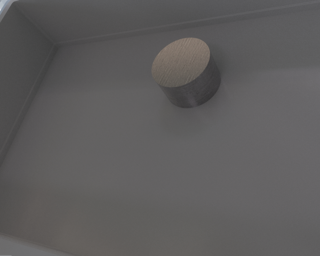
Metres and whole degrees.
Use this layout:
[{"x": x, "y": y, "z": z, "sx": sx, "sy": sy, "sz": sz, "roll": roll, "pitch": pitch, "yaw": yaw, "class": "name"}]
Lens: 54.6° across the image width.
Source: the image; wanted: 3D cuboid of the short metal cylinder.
[{"x": 0.036, "y": -0.074, "z": 0.417, "sx": 0.080, "sy": 0.050, "sz": 0.080, "roll": -13, "pitch": 56, "yaw": 21, "class": "short metal cylinder"}]
